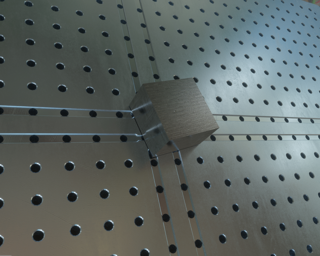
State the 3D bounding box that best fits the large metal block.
[{"bbox_3d":[0.018,-0.016,0.409,0.081,0.050,0.080,-13,69,-33],"label":"large metal block"}]
